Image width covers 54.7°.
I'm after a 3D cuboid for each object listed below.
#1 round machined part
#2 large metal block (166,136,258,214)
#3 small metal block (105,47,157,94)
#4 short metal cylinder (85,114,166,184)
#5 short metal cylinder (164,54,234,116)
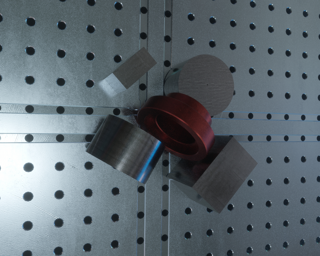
[{"bbox_3d":[0.024,-0.006,0.384,0.098,0.098,0.042,43,64,-16],"label":"round machined part"},{"bbox_3d":[0.066,0.056,0.410,0.050,0.080,0.080,45,76,-15],"label":"large metal block"},{"bbox_3d":[-0.037,-0.071,0.386,0.050,0.050,0.025,-44,104,-15],"label":"small metal block"},{"bbox_3d":[-0.040,0.026,0.369,0.080,0.080,0.050,33,79,-18],"label":"short metal cylinder"},{"bbox_3d":[0.052,-0.055,0.419,0.081,0.050,0.079,0,90,-21],"label":"short metal cylinder"}]
